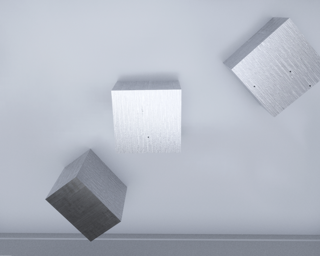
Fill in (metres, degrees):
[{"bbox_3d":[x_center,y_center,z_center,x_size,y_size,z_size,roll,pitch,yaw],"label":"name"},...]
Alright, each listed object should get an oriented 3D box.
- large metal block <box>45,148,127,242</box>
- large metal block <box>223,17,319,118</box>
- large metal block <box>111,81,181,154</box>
[{"bbox_3d":[-0.093,0.086,0.413,0.050,0.080,0.080,-36,107,12],"label":"large metal block"},{"bbox_3d":[0.137,-0.074,0.373,0.080,0.050,0.080,-42,105,13],"label":"large metal block"},{"bbox_3d":[-0.015,-0.015,0.392,0.081,0.050,0.079,-1,110,0],"label":"large metal block"}]
